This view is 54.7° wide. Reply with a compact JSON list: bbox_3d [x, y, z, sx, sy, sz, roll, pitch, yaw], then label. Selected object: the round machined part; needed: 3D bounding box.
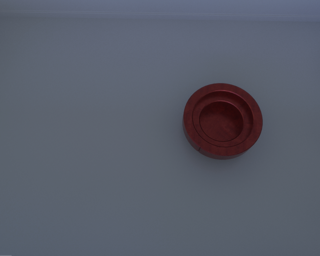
[{"bbox_3d":[0.078,-0.006,0.404,0.099,0.042,0.098,0,70,-1],"label":"round machined part"}]
